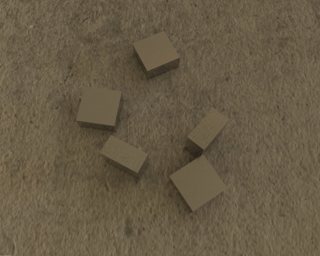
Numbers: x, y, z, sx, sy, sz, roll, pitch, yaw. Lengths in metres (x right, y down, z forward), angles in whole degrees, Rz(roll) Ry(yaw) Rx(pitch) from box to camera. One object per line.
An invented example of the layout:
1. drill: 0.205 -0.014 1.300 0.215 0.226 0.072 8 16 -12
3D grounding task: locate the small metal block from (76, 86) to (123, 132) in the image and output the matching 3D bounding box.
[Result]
1. small metal block: -0.079 -0.025 0.416 0.050 0.025 0.050 8 70 2

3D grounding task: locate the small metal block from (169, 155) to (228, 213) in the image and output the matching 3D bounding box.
1. small metal block: 0.046 0.069 0.383 0.050 0.025 0.050 -31 74 -11

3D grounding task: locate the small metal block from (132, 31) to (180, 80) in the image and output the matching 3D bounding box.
1. small metal block: -0.006 -0.105 0.446 0.050 0.025 0.050 -25 72 -9

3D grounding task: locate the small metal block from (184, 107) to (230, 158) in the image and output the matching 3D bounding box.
1. small metal block: 0.058 0.009 0.392 0.025 0.050 0.050 39 74 13

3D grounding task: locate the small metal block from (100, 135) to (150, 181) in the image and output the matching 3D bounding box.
1. small metal block: -0.042 0.038 0.381 0.050 0.050 0.025 27 72 9
